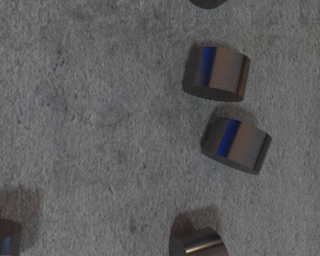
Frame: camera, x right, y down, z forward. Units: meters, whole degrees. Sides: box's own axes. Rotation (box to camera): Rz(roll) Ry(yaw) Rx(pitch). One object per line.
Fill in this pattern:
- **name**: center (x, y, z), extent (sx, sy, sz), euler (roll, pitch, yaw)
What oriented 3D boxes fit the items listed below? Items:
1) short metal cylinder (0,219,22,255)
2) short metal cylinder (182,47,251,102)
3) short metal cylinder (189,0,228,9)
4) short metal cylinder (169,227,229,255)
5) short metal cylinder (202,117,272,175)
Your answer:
- **short metal cylinder**: center (-0.185, 0.127, 0.312), extent (0.081, 0.080, 0.050), euler (5, 88, -20)
- **short metal cylinder**: center (0.074, -0.068, 0.408), extent (0.081, 0.080, 0.050), euler (13, 86, -20)
- **short metal cylinder**: center (0.074, -0.212, 0.424), extent (0.081, 0.050, 0.079), euler (0, 90, -21)
- **short metal cylinder**: center (0.050, 0.175, 0.400), extent (0.050, 0.080, 0.079), euler (-8, 93, -20)
- **short metal cylinder**: center (0.103, 0.025, 0.420), extent (0.080, 0.080, 0.050), euler (26, 81, -19)
